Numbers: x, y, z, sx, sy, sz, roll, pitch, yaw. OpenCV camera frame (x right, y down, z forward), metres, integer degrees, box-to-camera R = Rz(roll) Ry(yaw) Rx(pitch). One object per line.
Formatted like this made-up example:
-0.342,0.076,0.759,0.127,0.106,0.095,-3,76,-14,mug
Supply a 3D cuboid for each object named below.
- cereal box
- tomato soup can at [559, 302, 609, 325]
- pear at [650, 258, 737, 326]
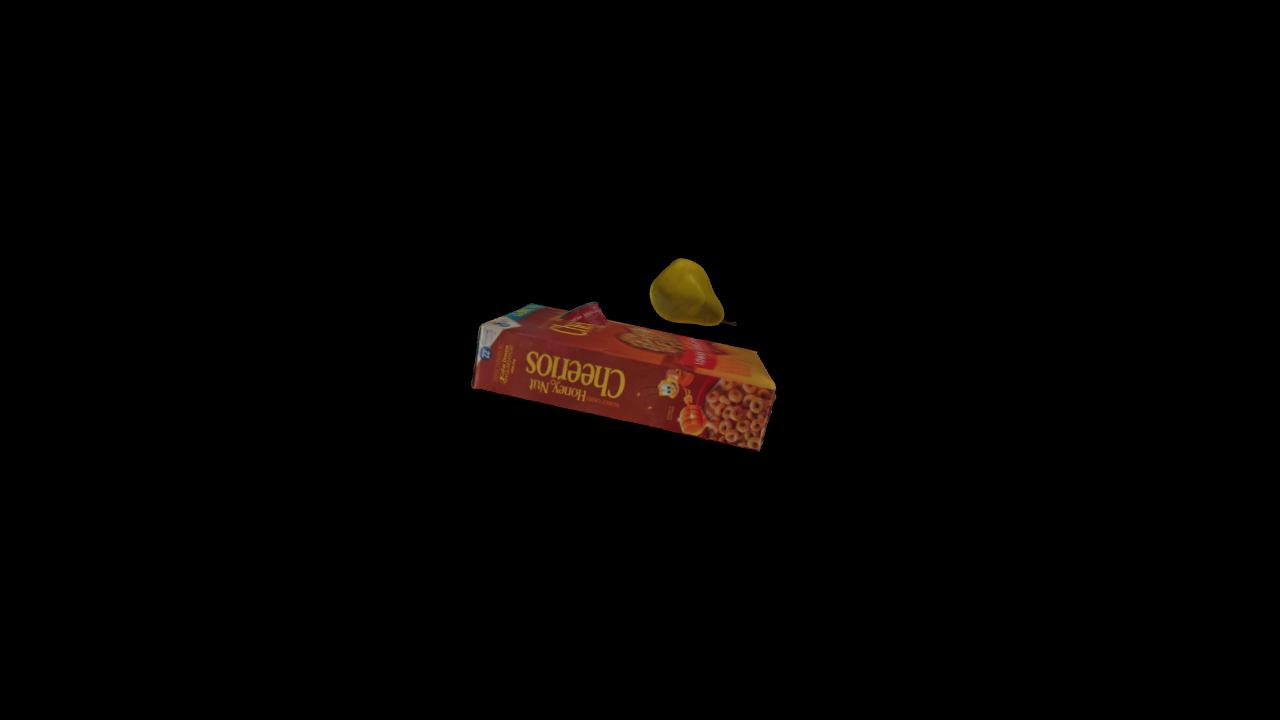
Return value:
-0.012,0.008,0.704,0.306,0.081,0.203,13,12,3,cereal box
-0.054,-0.009,0.725,0.068,0.101,0.068,-30,-6,-3,tomato soup can
0.066,-0.068,0.749,0.111,0.080,0.080,44,0,0,pear
